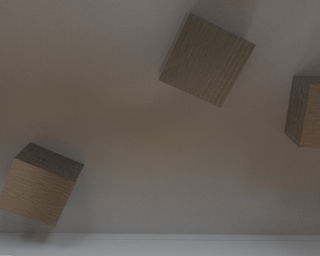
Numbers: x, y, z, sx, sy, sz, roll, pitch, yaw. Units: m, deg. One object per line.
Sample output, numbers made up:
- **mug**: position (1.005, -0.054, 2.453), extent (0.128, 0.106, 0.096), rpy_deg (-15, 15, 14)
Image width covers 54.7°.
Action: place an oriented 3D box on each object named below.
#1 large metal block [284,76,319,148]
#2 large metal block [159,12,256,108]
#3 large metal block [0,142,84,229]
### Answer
- **large metal block**: position (0.212, -0.021, 0.392), extent (0.081, 0.050, 0.079), rpy_deg (0, 110, -1)
- **large metal block**: position (0.052, -0.081, 0.368), extent (0.080, 0.050, 0.080), rpy_deg (23, 108, -9)
- **large metal block**: position (-0.162, 0.078, 0.425), extent (0.080, 0.050, 0.080), rpy_deg (25, 108, -9)
